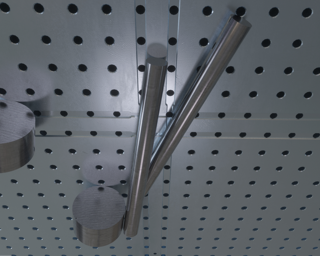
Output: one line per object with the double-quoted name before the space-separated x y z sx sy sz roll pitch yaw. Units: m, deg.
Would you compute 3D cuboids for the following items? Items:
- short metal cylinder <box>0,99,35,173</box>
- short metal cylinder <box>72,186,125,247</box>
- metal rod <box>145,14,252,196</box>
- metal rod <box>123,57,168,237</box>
"short metal cylinder" -0.197 0.009 0.381 0.081 0.080 0.050 11 129 -10
"short metal cylinder" -0.097 0.140 0.494 0.081 0.080 0.050 6 130 -6
"metal rod" 0.026 -0.006 0.407 0.025 0.025 0.298 18 128 -15
"metal rod" -0.026 0.048 0.430 0.025 0.025 0.298 7 124 -6
